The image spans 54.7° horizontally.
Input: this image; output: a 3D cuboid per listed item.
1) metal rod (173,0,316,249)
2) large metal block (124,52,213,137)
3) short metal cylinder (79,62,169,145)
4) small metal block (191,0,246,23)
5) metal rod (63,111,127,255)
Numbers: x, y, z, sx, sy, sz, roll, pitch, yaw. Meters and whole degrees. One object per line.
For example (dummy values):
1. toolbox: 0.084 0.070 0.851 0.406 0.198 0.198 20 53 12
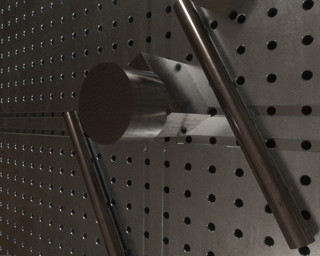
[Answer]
1. metal rod: 0.082 -0.021 0.340 0.025 0.025 0.299 -34 69 34
2. large metal block: 0.005 -0.036 0.368 0.050 0.081 0.080 -39 67 33
3. short metal cylinder: -0.038 -0.024 0.319 0.080 0.050 0.079 0 90 39
4. small metal block: 0.071 -0.155 0.350 0.050 0.025 0.050 41 115 32
5. metal rod: -0.098 0.107 0.487 0.025 0.025 0.299 -36 68 34
